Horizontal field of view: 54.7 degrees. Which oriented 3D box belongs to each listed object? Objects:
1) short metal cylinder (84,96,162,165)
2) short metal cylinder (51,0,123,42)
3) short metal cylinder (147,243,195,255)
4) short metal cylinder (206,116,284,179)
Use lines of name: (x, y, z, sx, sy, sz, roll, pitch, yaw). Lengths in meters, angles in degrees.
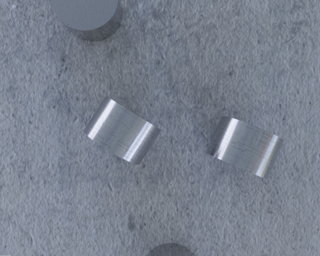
short metal cylinder: (-0.045, 0.003, 0.382, 0.080, 0.080, 0.050, 32, 90, -1)
short metal cylinder: (-0.090, -0.157, 0.396, 0.081, 0.050, 0.079, 0, 90, -1)
short metal cylinder: (0.015, 0.197, 0.398, 0.081, 0.050, 0.079, 0, 90, -1)
short metal cylinder: (0.104, 0.024, 0.384, 0.080, 0.080, 0.050, 23, 90, -1)
